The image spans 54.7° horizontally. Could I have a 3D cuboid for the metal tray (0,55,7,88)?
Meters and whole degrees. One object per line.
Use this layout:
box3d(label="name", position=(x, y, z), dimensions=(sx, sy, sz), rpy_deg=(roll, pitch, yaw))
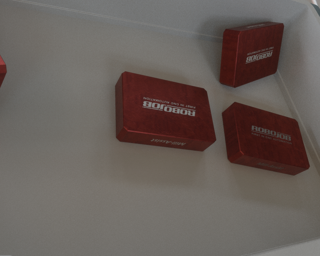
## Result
box3d(label="metal tray", position=(-0.202, -0.077, 0.299), dimensions=(0.030, 0.090, 0.130), rpy_deg=(-20, 72, -49))

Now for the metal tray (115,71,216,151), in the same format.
box3d(label="metal tray", position=(0.007, -0.021, 0.419), dimensions=(0.131, 0.030, 0.090), rpy_deg=(8, 58, -24))

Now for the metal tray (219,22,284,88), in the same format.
box3d(label="metal tray", position=(0.157, -0.127, 0.527), dimensions=(0.131, 0.089, 0.030), rpy_deg=(-22, 33, -36))

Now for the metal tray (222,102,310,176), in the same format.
box3d(label="metal tray", position=(0.163, 0.018, 0.479), dimensions=(0.131, 0.030, 0.090), rpy_deg=(13, 56, -21))
